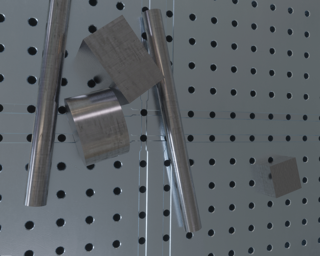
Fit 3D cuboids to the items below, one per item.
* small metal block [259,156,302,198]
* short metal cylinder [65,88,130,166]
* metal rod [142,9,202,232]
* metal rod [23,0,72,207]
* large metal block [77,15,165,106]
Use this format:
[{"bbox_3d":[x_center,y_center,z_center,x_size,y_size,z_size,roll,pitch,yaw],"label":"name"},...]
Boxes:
[{"bbox_3d":[0.187,0.075,0.482,0.050,0.025,0.050,-15,95,-20],"label":"small metal block"},{"bbox_3d":[-0.073,-0.002,0.357,0.050,0.080,0.080,-17,96,-19],"label":"short metal cylinder"},{"bbox_3d":[0.017,-0.007,0.419,0.025,0.025,0.298,-13,94,-20],"label":"metal rod"},{"bbox_3d":[-0.128,-0.060,0.365,0.025,0.025,0.298,7,88,-20],"label":"metal rod"},{"bbox_3d":[-0.050,-0.073,0.365,0.050,0.080,0.080,-39,103,-16],"label":"large metal block"}]
